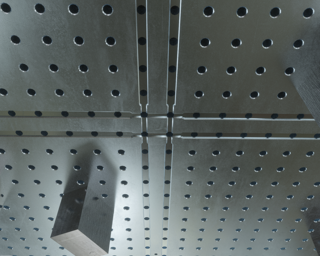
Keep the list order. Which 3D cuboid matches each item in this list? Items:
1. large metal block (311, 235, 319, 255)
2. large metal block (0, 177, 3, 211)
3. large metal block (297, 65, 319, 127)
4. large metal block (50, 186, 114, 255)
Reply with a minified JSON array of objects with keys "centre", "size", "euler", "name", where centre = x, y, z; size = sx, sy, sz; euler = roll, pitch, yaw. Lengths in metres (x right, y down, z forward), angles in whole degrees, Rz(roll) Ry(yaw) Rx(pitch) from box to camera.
[{"centre":[0.349,0.242,0.583],"size":[0.080,0.080,0.050],"euler":[-30,124,23],"name":"large metal block"},{"centre":[-0.302,0.113,0.488],"size":[0.080,0.050,0.079],"euler":[11,129,-10],"name":"large metal block"},{"centre":[0.211,-0.041,0.342],"size":[0.050,0.080,0.080],"euler":[20,127,-16],"name":"large metal block"},{"centre":[-0.123,0.156,0.507],"size":[0.050,0.080,0.080],"euler":[-21,127,17],"name":"large metal block"}]
